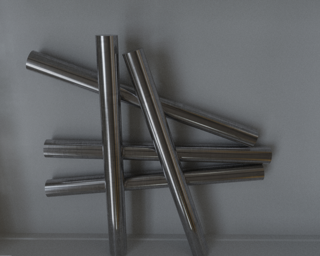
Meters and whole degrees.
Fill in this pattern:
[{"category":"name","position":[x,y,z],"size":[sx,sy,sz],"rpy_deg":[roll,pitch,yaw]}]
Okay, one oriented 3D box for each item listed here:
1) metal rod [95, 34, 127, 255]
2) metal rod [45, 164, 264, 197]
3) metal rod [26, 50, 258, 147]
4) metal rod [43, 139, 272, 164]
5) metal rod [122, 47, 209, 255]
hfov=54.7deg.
[{"category":"metal rod","position":[-0.060,0.037,0.395],"size":[0.025,0.025,0.298],"rpy_deg":[0,110,-1]},{"category":"metal rod","position":[-0.008,0.073,0.437],"size":[0.302,0.025,0.025],"rpy_deg":[-5,110,1]},{"category":"metal rod","position":[-0.016,-0.034,0.396],"size":[0.302,0.025,0.025],"rpy_deg":[19,109,-8]},{"category":"metal rod","position":[-0.002,0.032,0.421],"size":[0.302,0.025,0.025],"rpy_deg":[2,110,-1]},{"category":"metal rod","position":[0.014,0.046,0.400],"size":[0.025,0.025,0.298],"rpy_deg":[-17,110,6]}]
